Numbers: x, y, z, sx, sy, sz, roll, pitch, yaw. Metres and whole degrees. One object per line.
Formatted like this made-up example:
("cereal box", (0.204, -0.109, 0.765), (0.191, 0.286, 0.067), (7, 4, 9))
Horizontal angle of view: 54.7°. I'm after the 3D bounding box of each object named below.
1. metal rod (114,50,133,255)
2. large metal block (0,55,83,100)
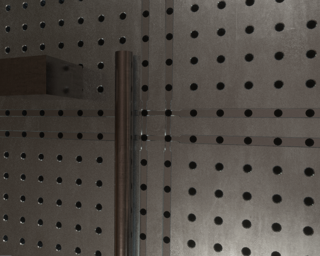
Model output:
("metal rod", (-0.050, 0.045, 0.429), (0.025, 0.025, 0.298), (0, 90, 19))
("large metal block", (-0.168, -0.068, 0.441), (0.080, 0.080, 0.050), (0, 90, 19))
